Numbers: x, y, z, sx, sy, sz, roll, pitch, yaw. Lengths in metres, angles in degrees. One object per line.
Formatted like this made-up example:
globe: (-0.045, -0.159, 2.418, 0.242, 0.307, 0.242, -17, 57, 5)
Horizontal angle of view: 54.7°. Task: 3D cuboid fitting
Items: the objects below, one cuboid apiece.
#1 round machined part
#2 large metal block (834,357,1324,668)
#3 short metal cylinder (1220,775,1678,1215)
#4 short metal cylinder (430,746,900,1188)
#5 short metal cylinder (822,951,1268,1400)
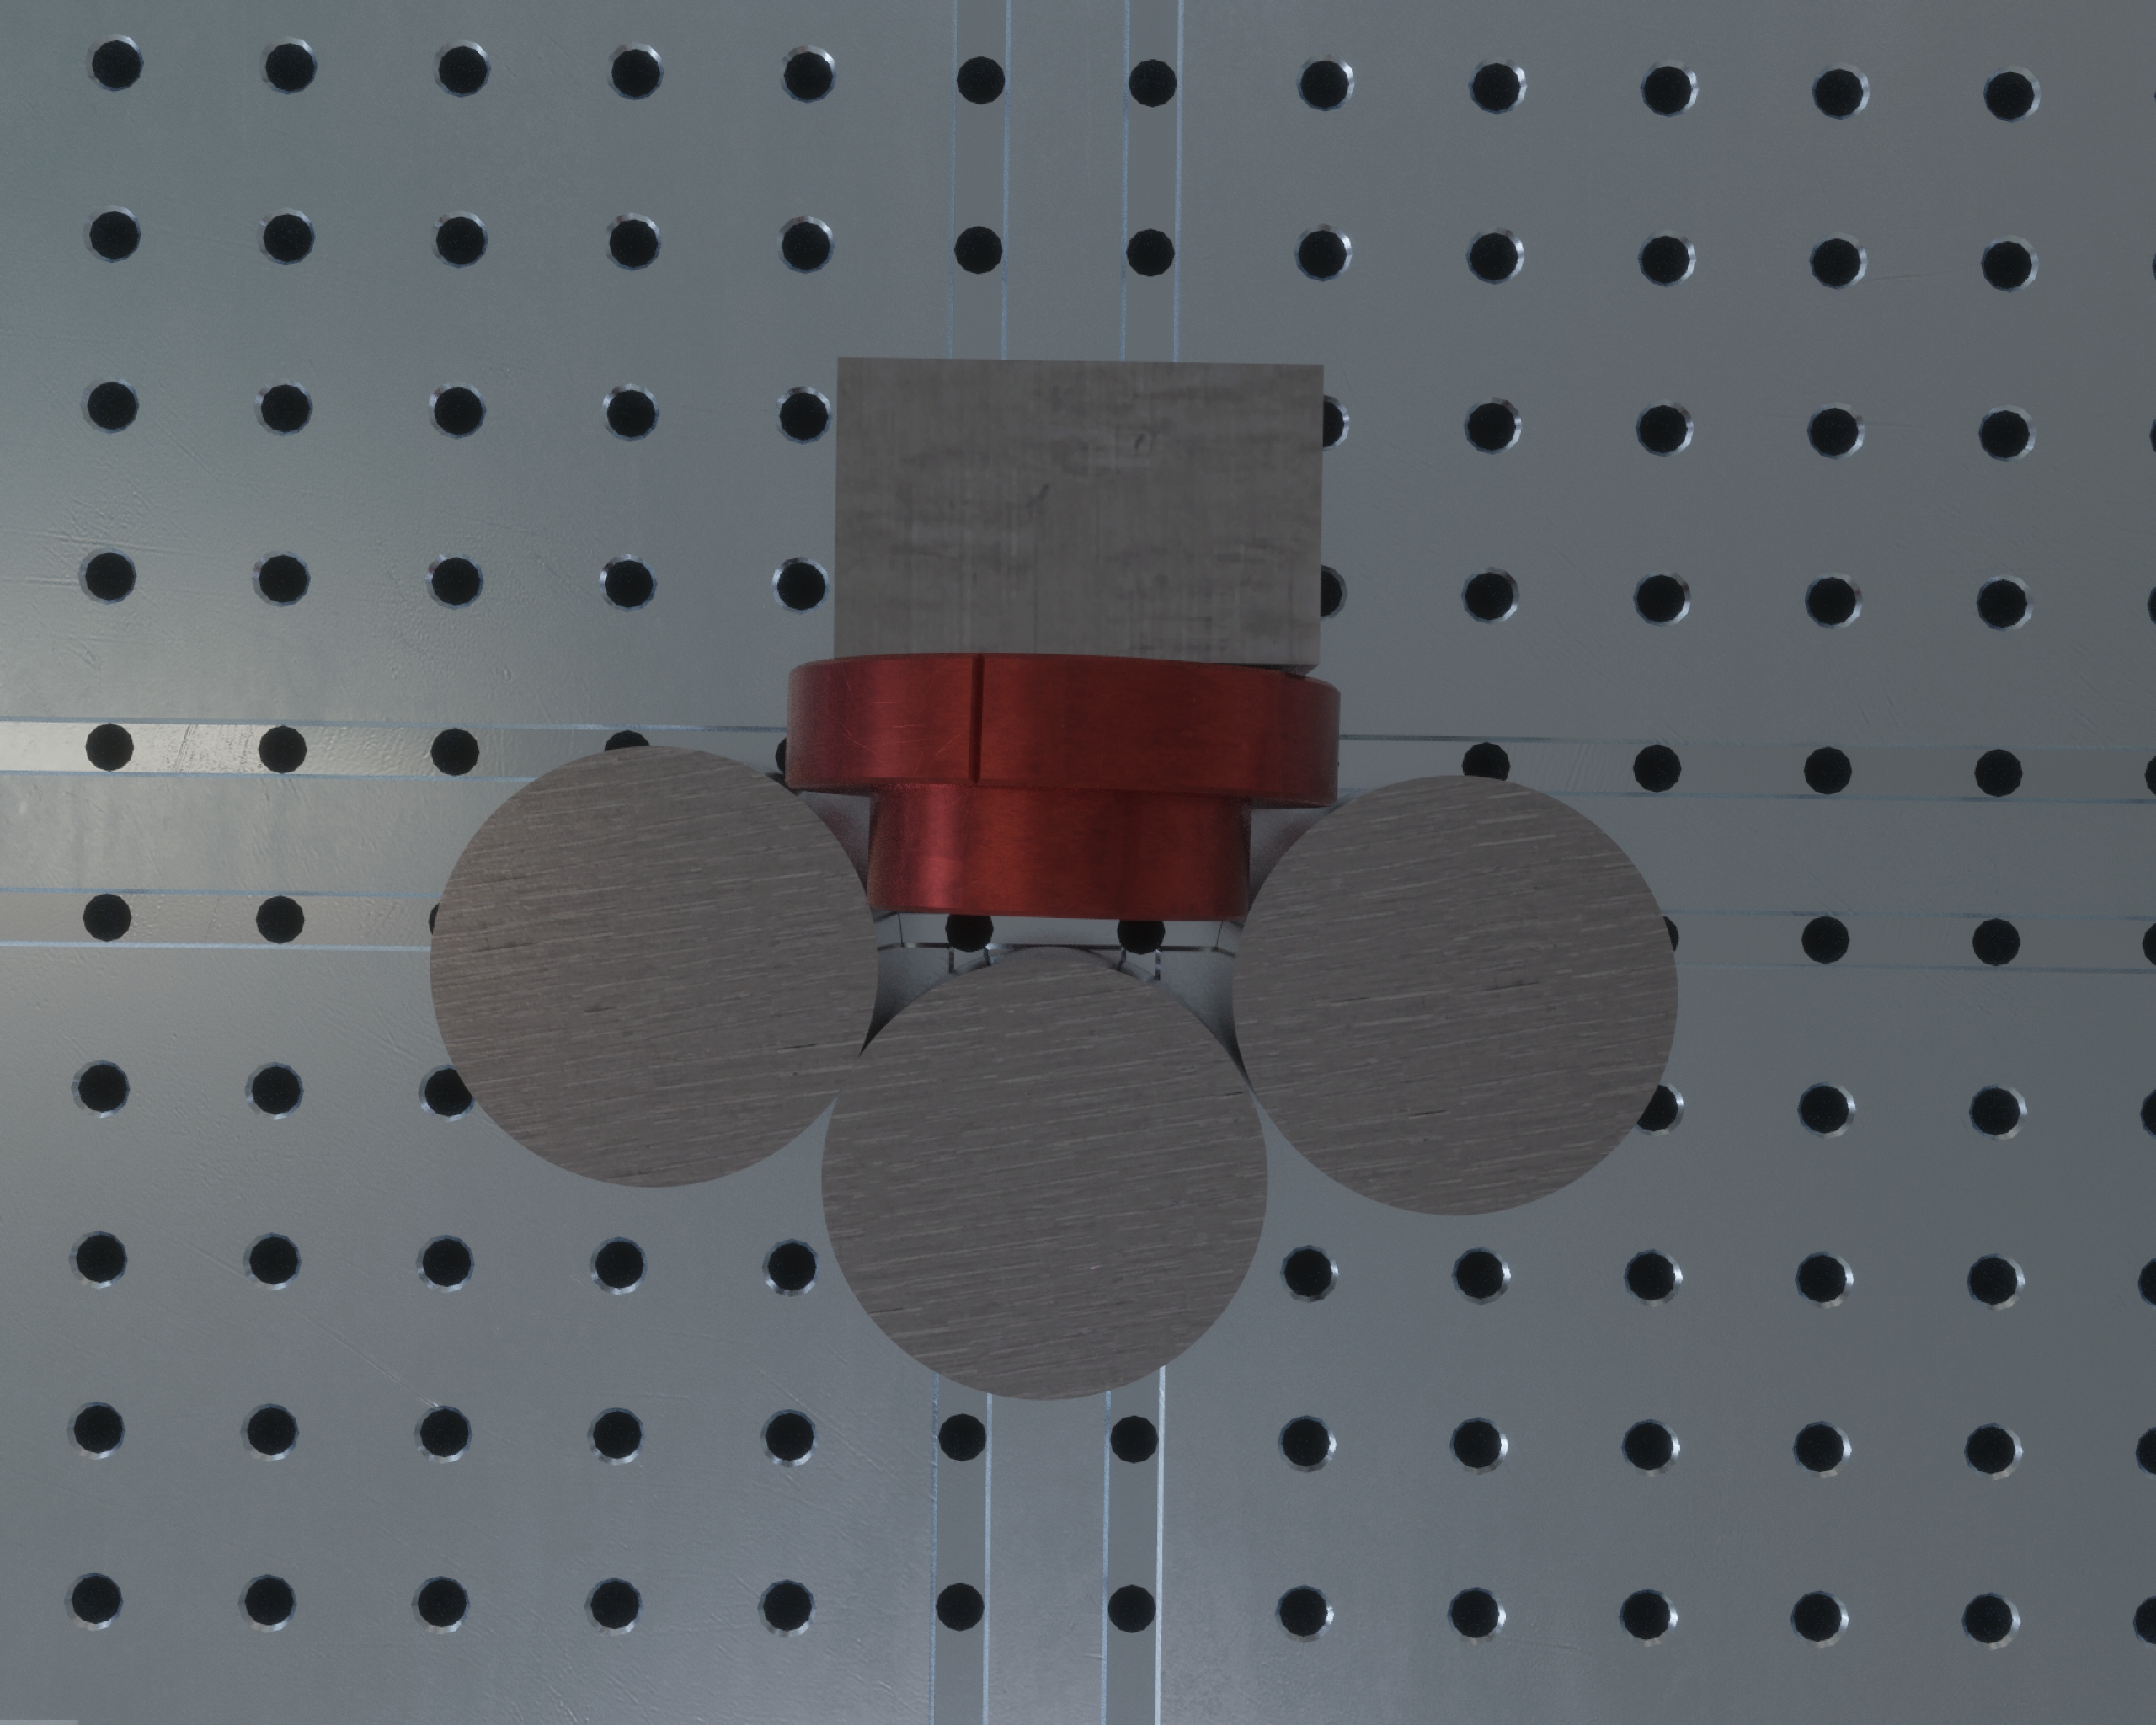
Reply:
round machined part: (-0.003, -0.011, 0.375, 0.099, 0.098, 0.042, 2, 90, 0)
large metal block: (0.000, -0.058, 0.385, 0.081, 0.080, 0.050, 1, 90, 0)
short metal cylinder: (0.068, 0.024, 0.402, 0.081, 0.050, 0.079, 0, 90, 0)
short metal cylinder: (-0.076, 0.019, 0.400, 0.081, 0.050, 0.079, 0, 90, 0)
short metal cylinder: (-0.006, 0.057, 0.401, 0.081, 0.050, 0.079, 0, 90, 0)
